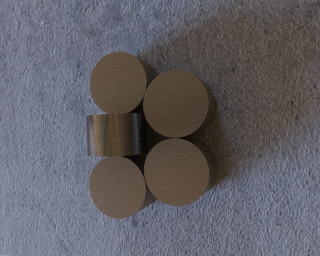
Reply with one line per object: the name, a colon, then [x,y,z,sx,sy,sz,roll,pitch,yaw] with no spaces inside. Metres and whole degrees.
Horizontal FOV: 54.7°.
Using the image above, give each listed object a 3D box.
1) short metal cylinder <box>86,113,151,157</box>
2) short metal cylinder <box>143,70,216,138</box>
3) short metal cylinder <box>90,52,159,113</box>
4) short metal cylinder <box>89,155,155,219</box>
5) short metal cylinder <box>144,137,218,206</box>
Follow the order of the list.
short metal cylinder: [-0.053,0.008,0.400,0.080,0.080,0.050,-3,89,20]
short metal cylinder: [0.026,-0.028,0.387,0.080,0.050,0.080,0,91,20]
short metal cylinder: [-0.045,-0.056,0.413,0.080,0.050,0.080,0,90,21]
short metal cylinder: [-0.046,0.074,0.413,0.080,0.050,0.080,0,90,21]
short metal cylinder: [0.027,0.052,0.387,0.080,0.050,0.080,0,91,21]
